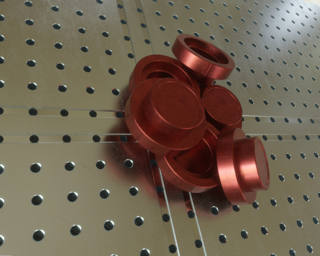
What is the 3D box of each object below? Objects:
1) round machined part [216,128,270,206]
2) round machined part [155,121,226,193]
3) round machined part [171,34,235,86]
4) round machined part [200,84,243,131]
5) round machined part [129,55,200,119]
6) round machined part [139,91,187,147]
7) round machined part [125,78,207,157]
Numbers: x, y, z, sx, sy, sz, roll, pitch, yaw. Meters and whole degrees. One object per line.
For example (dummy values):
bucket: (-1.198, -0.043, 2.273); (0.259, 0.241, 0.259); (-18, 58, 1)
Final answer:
round machined part: (0.110, 0.047, 0.395); (0.098, 0.042, 0.098); (32, 52, -52)
round machined part: (0.037, 0.036, 0.395); (0.099, 0.042, 0.098); (13, 56, -21)
round machined part: (0.062, -0.101, 0.477); (0.099, 0.042, 0.098); (20, 32, -13)
round machined part: (0.081, -0.024, 0.455); (0.099, 0.042, 0.098); (13, 56, -21)
round machined part: (0.003, -0.050, 0.429); (0.099, 0.042, 0.098); (13, 56, -21)
round machined part: (0.007, -0.012, 0.407); (0.099, 0.042, 0.098); (13, 56, -21)
round machined part: (0.013, -0.019, 0.361); (0.099, 0.042, 0.098); (13, 56, -21)
